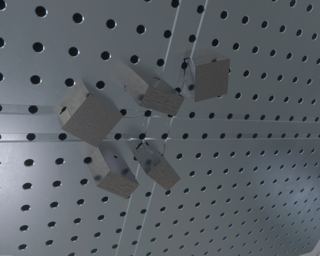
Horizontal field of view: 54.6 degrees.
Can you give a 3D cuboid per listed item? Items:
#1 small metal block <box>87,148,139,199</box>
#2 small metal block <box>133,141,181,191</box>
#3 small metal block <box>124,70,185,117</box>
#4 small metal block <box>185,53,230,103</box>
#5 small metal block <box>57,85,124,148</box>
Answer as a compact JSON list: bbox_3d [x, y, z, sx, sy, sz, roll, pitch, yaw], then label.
[{"bbox_3d":[-0.061,0.059,0.397,0.050,0.050,0.025,34,99,-39],"label":"small metal block"},{"bbox_3d":[-0.005,0.052,0.424,0.025,0.050,0.050,-43,129,2],"label":"small metal block"},{"bbox_3d":[-0.007,-0.041,0.365,0.050,0.050,0.025,14,111,-34],"label":"small metal block"},{"bbox_3d":[0.061,-0.066,0.403,0.050,0.025,0.050,-16,125,-20],"label":"small metal block"},{"bbox_3d":[-0.080,-0.012,0.359,0.050,0.025,0.050,-49,129,6],"label":"small metal block"}]
